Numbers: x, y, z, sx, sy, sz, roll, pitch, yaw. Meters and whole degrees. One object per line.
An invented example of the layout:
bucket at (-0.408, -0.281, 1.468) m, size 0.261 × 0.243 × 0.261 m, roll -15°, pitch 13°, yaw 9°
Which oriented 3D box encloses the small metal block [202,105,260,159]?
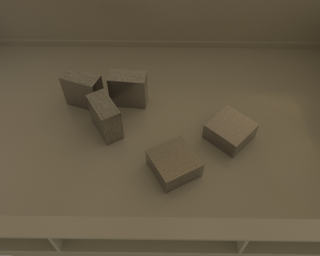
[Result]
small metal block at (0.091, 0.004, 0.402) m, size 0.050 × 0.025 × 0.050 m, roll 37°, pitch 59°, yaw 26°

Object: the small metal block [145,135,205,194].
small metal block at (0.017, 0.042, 0.369) m, size 0.050 × 0.025 × 0.050 m, roll -22°, pitch 54°, yaw -18°

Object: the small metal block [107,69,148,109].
small metal block at (-0.044, -0.054, 0.434) m, size 0.050 × 0.050 × 0.025 m, roll 4°, pitch 50°, yaw 4°

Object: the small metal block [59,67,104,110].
small metal block at (-0.107, -0.053, 0.432) m, size 0.050 × 0.050 × 0.025 m, roll 16°, pitch 52°, yaw 13°

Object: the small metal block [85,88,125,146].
small metal block at (-0.071, -0.014, 0.400) m, size 0.025 × 0.050 × 0.050 m, roll -25°, pitch 54°, yaw -19°
